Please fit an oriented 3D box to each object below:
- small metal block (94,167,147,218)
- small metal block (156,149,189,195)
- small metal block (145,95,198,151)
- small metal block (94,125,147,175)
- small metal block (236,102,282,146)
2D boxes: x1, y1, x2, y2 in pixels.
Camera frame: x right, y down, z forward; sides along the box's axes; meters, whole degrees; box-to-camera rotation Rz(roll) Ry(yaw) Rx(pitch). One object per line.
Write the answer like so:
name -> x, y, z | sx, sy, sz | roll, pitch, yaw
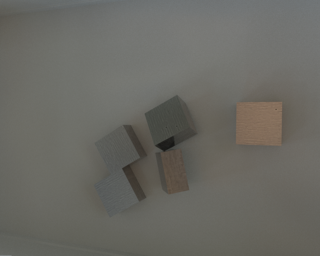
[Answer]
small metal block -> -0.055, 0.088, 0.429 | 0.050, 0.025, 0.050 | -32, 80, 17
small metal block -> 0.014, 0.053, 0.388 | 0.025, 0.050, 0.050 | -10, 87, -9
small metal block -> 0.014, -0.006, 0.396 | 0.050, 0.025, 0.050 | -29, 58, 17
small metal block -> -0.054, 0.030, 0.428 | 0.050, 0.025, 0.050 | -32, 80, 16
small metal block -> 0.118, -0.005, 0.369 | 0.050, 0.025, 0.050 | 1, 90, 19
